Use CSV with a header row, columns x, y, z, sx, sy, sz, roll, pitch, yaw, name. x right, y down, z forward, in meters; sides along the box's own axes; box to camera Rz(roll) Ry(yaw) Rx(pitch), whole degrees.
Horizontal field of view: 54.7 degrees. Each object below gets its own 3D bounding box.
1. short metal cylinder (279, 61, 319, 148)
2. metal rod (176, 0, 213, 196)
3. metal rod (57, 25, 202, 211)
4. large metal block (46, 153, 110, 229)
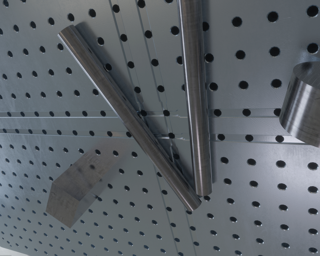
x,y,z,sx,sy,sz,roll,pitch,yaw,name
0.156,-0.022,0.280,0.080,0.080,0.050,16,125,19,short metal cylinder
0.042,-0.043,0.362,0.025,0.025,0.298,6,121,25,metal rod
-0.035,-0.006,0.425,0.025,0.025,0.299,-27,104,37,metal rod
-0.136,0.103,0.511,0.050,0.080,0.079,32,129,7,large metal block
